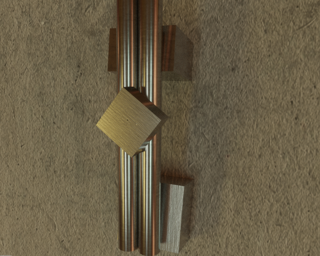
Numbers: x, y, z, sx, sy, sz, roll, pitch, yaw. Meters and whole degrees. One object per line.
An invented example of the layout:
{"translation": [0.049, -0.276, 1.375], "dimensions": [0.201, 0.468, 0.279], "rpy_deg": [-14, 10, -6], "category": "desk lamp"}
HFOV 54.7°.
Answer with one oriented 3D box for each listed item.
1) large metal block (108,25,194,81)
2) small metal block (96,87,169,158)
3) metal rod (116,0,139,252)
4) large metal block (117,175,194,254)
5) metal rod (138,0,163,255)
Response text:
{"translation": [-0.008, -0.089, 0.384], "dimensions": [0.080, 0.080, 0.050], "rpy_deg": [4, 91, 20], "category": "large metal block"}
{"translation": [-0.028, -0.007, 0.316], "dimensions": [0.050, 0.025, 0.050], "rpy_deg": [41, 109, 9], "category": "small metal block"}
{"translation": [-0.035, -0.008, 0.345], "dimensions": [0.025, 0.025, 0.298], "rpy_deg": [3, 98, 20], "category": "metal rod"}
{"translation": [-0.004, 0.104, 0.398], "dimensions": [0.080, 0.050, 0.079], "rpy_deg": [5, 92, 20], "category": "large metal block"}
{"translation": [-0.011, -0.007, 0.336], "dimensions": [0.025, 0.025, 0.298], "rpy_deg": [3, 98, 20], "category": "metal rod"}
